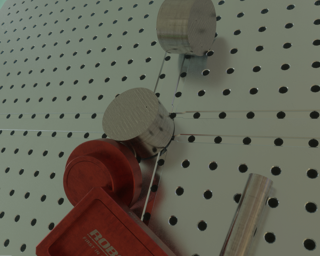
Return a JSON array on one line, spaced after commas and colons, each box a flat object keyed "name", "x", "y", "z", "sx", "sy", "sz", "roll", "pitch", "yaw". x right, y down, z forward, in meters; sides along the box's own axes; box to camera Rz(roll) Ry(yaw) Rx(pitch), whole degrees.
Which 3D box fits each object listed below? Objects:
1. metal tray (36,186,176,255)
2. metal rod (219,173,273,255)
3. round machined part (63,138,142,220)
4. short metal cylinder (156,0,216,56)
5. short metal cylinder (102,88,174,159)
[{"name": "metal tray", "x": -0.046, "y": 0.133, "z": 0.309, "sx": 0.130, "sy": 0.030, "sz": 0.090, "roll": 43, "pitch": 86, "yaw": 10}, {"name": "metal rod", "x": 0.041, "y": 0.180, "z": 0.275, "sx": 0.025, "sy": 0.025, "sz": 0.300, "roll": 14, "pitch": 69, "yaw": 34}, {"name": "round machined part", "x": -0.075, "y": 0.063, "z": 0.368, "sx": 0.098, "sy": 0.042, "sz": 0.097, "roll": 2, "pitch": 96, "yaw": 22}, {"name": "short metal cylinder", "x": 0.039, "y": -0.145, "z": 0.442, "sx": 0.050, "sy": 0.080, "sz": 0.080, "roll": 14, "pitch": 69, "yaw": 34}, {"name": "short metal cylinder", "x": -0.028, "y": -0.006, "z": 0.409, "sx": 0.080, "sy": 0.050, "sz": 0.080, "roll": -14, "pitch": 54, "yaw": 20}]
